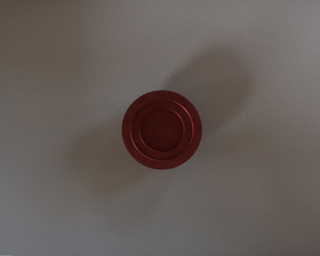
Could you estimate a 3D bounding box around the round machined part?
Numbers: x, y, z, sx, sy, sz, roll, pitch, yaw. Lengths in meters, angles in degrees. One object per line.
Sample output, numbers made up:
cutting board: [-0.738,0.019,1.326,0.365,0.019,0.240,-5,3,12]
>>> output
round machined part: [0.002,0.002,0.399,0.099,0.042,0.097,0,90,-1]
